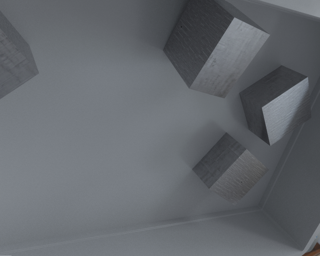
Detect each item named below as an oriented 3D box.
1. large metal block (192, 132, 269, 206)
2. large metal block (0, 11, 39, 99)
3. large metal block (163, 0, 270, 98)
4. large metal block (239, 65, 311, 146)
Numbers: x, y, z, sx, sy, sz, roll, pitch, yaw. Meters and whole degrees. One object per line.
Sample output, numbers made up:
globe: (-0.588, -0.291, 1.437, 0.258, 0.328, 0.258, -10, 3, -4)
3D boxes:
large metal block: (0.113, 0.067, 0.495, 0.080, 0.050, 0.080, -48, 129, 6)
large metal block: (-0.149, -0.074, 0.246, 0.050, 0.080, 0.080, -36, 129, -4)
large metal block: (0.056, -0.092, 0.336, 0.050, 0.080, 0.080, 10, 126, -33)
large metal block: (0.175, -0.034, 0.467, 0.080, 0.050, 0.080, -33, 129, -7)
